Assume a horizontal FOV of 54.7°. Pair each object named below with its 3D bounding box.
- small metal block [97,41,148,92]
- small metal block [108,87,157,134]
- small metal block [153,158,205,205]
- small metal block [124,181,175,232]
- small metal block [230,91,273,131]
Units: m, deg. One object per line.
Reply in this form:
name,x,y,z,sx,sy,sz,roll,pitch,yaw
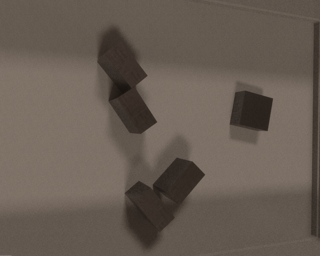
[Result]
small metal block,-0.047,-0.073,0.380,0.025,0.050,0.050,-42,104,-15
small metal block,-0.035,-0.021,0.385,0.025,0.050,0.050,-36,102,-17
small metal block,0.024,0.068,0.407,0.050,0.050,0.025,-47,105,-14
small metal block,-0.014,0.098,0.393,0.025,0.050,0.050,-41,103,-16
small metal block,0.137,-0.025,0.463,0.050,0.025,0.050,12,86,-20
